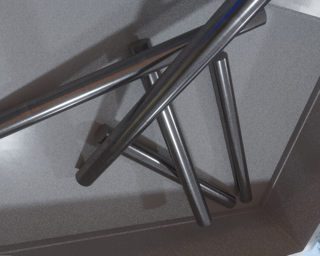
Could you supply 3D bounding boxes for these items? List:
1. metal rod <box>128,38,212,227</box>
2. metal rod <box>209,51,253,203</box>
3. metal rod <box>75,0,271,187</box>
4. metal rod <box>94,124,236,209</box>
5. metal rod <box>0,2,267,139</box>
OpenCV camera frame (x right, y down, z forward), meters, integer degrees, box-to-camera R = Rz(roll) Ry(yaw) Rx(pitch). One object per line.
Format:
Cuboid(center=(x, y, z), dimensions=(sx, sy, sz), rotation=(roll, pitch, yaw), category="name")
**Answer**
Cuboid(center=(0.023, 0.027, 0.414), dimensions=(0.025, 0.025, 0.299), rotation=(-28, 121, -11), category="metal rod")
Cuboid(center=(0.116, 0.019, 0.483), dimensions=(0.025, 0.025, 0.299), rotation=(-29, 128, -10), category="metal rod")
Cuboid(center=(-0.011, -0.021, 0.309), dimensions=(0.025, 0.025, 0.299), rotation=(15, 136, -35), category="metal rod")
Cuboid(center=(0.028, 0.070, 0.466), dimensions=(0.301, 0.025, 0.025), rotation=(33, 100, -38), category="metal rod")
Cuboid(center=(-0.031, -0.061, 0.323), dimensions=(0.301, 0.025, 0.025), rotation=(-24, 128, -2), category="metal rod")
